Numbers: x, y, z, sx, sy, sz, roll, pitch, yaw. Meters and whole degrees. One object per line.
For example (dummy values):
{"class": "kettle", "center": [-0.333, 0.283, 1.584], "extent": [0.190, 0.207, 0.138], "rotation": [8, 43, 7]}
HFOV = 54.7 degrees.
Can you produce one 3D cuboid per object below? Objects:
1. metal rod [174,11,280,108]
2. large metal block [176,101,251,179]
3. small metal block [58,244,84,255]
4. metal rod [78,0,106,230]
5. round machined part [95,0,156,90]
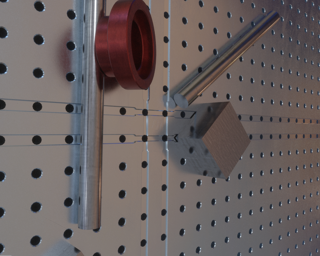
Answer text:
{"class": "metal rod", "center": [0.123, -0.125, 0.515], "extent": [0.301, 0.025, 0.025], "rotation": [-43, 116, -32]}
{"class": "large metal block", "center": [0.082, 0.017, 0.464], "extent": [0.080, 0.050, 0.080], "rotation": [-49, 120, -29]}
{"class": "small metal block", "center": [-0.097, 0.164, 0.330], "extent": [0.050, 0.025, 0.050], "rotation": [-40, 115, -33]}
{"class": "metal rod", "center": [-0.075, -0.040, 0.347], "extent": [0.025, 0.025, 0.298], "rotation": [2, 89, -40]}
{"class": "round machined part", "center": [-0.038, -0.092, 0.348], "extent": [0.098, 0.042, 0.097], "rotation": [0, 91, -74]}
